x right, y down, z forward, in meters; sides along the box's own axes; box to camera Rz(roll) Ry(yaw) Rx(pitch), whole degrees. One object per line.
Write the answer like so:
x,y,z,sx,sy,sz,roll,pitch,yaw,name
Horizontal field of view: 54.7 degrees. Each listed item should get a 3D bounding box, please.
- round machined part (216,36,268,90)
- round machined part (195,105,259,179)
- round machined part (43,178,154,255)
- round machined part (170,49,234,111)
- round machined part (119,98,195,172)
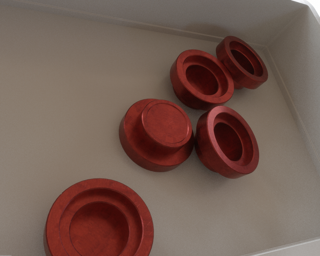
0.131,-0.104,0.521,0.099,0.042,0.098,22,47,-25,round machined part
0.085,0.022,0.419,0.099,0.042,0.098,21,53,-30,round machined part
-0.059,0.101,0.296,0.099,0.042,0.098,14,49,-17,round machined part
0.059,-0.067,0.467,0.099,0.042,0.098,13,56,-21,round machined part
0.002,0.003,0.393,0.099,0.042,0.098,13,56,-21,round machined part
